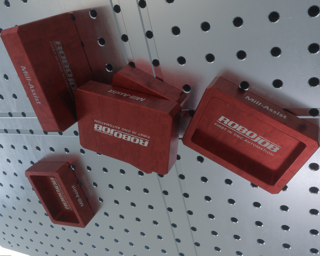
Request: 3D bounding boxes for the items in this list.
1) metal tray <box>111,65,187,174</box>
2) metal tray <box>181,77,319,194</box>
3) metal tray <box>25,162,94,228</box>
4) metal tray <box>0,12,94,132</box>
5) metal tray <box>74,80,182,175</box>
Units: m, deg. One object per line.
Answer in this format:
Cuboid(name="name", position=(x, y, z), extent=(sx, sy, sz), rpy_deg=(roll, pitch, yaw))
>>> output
Cuboid(name="metal tray", position=(-0.029, -0.008, 0.419), extent=(0.090, 0.030, 0.129), rpy_deg=(28, 128, 10))
Cuboid(name="metal tray", position=(0.101, 0.010, 0.361), extent=(0.130, 0.030, 0.089), rpy_deg=(29, 128, 9))
Cuboid(name="metal tray", position=(-0.189, 0.127, 0.586), extent=(0.090, 0.030, 0.129), rpy_deg=(-4, 117, 30))
Cuboid(name="metal tray", position=(-0.131, -0.071, 0.395), extent=(0.030, 0.090, 0.129), rpy_deg=(-1, 118, 29))
Cuboid(name="metal tray", position=(-0.042, -0.001, 0.390), extent=(0.130, 0.030, 0.089), rpy_deg=(16, 125, 19))
